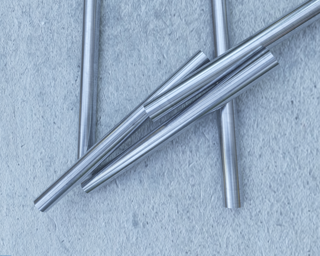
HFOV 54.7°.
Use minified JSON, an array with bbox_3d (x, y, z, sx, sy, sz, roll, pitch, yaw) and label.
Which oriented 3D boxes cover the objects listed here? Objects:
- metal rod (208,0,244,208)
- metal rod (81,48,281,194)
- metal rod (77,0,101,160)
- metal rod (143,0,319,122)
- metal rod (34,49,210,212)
[{"bbox_3d":[0.079,-0.054,0.380,0.025,0.025,0.298,-4,89,20],"label":"metal rod"},{"bbox_3d":[0.009,0.004,0.387,0.299,0.025,0.025,-35,79,23],"label":"metal rod"},{"bbox_3d":[-0.101,-0.087,0.444,0.025,0.025,0.298,3,91,20],"label":"metal rod"},{"bbox_3d":[0.113,-0.096,0.348,0.300,0.025,0.025,-32,80,9],"label":"metal rod"},{"bbox_3d":[-0.054,0.009,0.410,0.300,0.025,0.025,-42,77,8],"label":"metal rod"}]
